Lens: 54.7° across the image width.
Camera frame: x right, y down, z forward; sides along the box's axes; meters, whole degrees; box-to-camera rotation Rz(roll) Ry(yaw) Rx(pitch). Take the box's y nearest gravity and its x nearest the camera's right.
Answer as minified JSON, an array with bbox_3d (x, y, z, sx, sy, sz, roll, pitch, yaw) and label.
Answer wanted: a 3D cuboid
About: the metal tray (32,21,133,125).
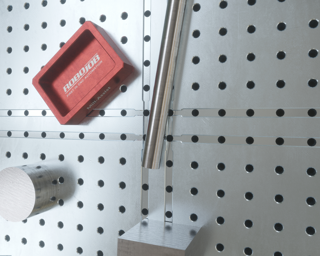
[{"bbox_3d":[-0.115,-0.077,0.450,0.130,0.030,0.090,-41,77,15],"label":"metal tray"}]

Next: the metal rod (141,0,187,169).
[{"bbox_3d":[0.011,-0.095,0.408,0.025,0.025,0.298,10,93,19],"label":"metal rod"}]

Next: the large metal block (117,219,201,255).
[{"bbox_3d":[0.002,0.154,0.383,0.080,0.080,0.050,3,91,20],"label":"large metal block"}]

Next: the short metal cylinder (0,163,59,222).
[{"bbox_3d":[-0.204,0.096,0.471,0.080,0.050,0.079,0,90,20],"label":"short metal cylinder"}]
